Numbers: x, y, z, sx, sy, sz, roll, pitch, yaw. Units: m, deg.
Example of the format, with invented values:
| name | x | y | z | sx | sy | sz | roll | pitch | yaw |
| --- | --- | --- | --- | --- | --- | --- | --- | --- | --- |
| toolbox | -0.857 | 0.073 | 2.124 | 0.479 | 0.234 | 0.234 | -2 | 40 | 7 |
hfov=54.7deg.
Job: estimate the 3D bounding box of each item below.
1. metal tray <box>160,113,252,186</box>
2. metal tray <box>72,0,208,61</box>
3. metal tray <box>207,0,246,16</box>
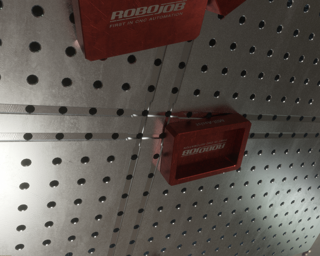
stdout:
| name | x | y | z | sx | sy | sz | roll | pitch | yaw |
| --- | --- | --- | --- | --- | --- | --- | --- | --- | --- |
| metal tray | 0.069 | 0.031 | 0.466 | 0.131 | 0.030 | 0.089 | -9 | 123 | -24 |
| metal tray | -0.017 | -0.121 | 0.303 | 0.131 | 0.030 | 0.089 | -17 | 148 | -18 |
| metal tray | 0.071 | -0.199 | 0.325 | 0.090 | 0.030 | 0.130 | -38 | 130 | -3 |
